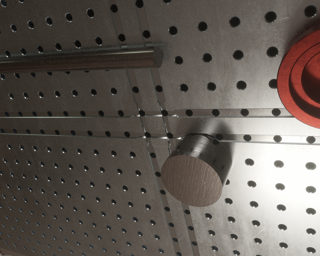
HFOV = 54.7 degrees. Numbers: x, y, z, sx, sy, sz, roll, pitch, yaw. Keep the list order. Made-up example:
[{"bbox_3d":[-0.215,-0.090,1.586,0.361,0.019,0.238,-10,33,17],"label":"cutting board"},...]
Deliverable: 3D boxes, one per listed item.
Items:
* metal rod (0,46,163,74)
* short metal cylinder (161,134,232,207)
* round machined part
[{"bbox_3d":[-0.137,-0.090,0.425,0.301,0.025,0.025,3,120,26],"label":"metal rod"},{"bbox_3d":[0.048,0.055,0.403,0.080,0.050,0.079,13,124,20],"label":"short metal cylinder"},{"bbox_3d":[0.162,-0.050,0.284,0.098,0.042,0.097,13,124,20],"label":"round machined part"}]
